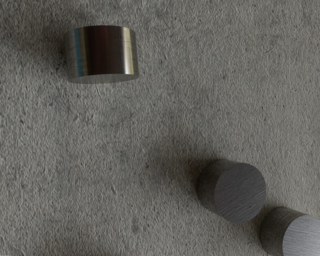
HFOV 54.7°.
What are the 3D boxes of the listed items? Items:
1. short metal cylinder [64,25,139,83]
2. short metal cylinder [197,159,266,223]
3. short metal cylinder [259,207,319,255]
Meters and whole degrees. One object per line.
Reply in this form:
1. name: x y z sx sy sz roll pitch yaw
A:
1. short metal cylinder: -0.066 -0.081 0.355 0.081 0.080 0.050 -6 92 -20
2. short metal cylinder: 0.099 0.086 0.432 0.081 0.050 0.080 0 90 -20
3. short metal cylinder: 0.200 0.165 0.470 0.081 0.050 0.080 0 90 -20
